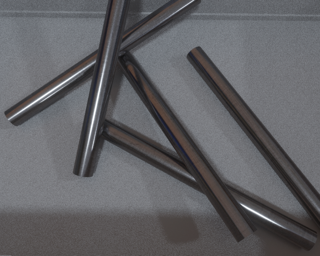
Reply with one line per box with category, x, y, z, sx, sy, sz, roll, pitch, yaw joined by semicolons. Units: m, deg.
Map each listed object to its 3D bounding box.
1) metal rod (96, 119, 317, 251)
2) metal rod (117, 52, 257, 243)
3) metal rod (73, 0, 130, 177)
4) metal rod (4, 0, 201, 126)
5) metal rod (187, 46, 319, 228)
metal rod;0.045;0.063;0.386;0.301;0.025;0.025;28;72;9
metal rod;0.017;0.002;0.390;0.025;0.025;0.299;-30;66;-10
metal rod;-0.063;-0.087;0.375;0.025;0.025;0.298;14;96;5
metal rod;-0.075;-0.098;0.419;0.301;0.025;0.025;-35;74;-2
metal rod;0.130;0.009;0.406;0.025;0.025;0.299;-31;73;-11
